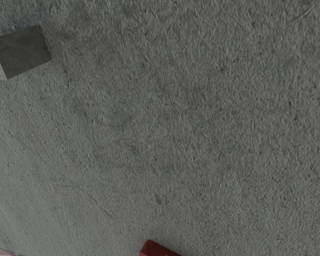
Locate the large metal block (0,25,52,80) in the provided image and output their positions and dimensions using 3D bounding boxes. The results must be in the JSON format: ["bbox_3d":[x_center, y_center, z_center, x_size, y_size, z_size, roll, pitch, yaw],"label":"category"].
[{"bbox_3d":[-0.212,-0.102,0.420,0.080,0.080,0.050,2,119,27],"label":"large metal block"}]

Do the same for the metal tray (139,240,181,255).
[{"bbox_3d":[0.023,0.265,0.555,0.130,0.030,0.089,22,127,14],"label":"metal tray"}]
